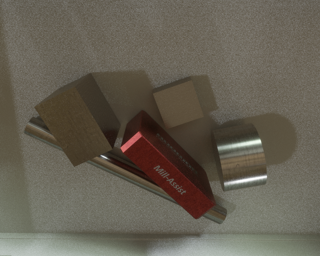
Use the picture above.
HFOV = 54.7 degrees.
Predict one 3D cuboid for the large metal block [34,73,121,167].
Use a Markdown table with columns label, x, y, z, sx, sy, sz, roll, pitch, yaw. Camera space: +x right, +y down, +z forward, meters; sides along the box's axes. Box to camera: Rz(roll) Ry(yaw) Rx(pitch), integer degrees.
| label | x | y | z | sx | sy | sz | roll | pitch | yaw |
| --- | --- | --- | --- | --- | --- | --- | --- | --- | --- |
| large metal block | -0.093 | -0.013 | 0.374 | 0.050 | 0.080 | 0.080 | -25 | 109 | 8 |

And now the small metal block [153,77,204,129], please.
| label | x | y | z | sx | sy | sz | roll | pitch | yaw |
| --- | --- | --- | --- | --- | --- | --- | --- | --- | --- |
| small metal block | 0.023 | -0.033 | 0.397 | 0.050 | 0.025 | 0.050 | -19 | 109 | 6 |

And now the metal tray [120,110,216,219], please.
| label | x | y | z | sx | sy | sz | roll | pitch | yaw |
| --- | --- | --- | --- | --- | --- | --- | --- | --- | --- |
| metal tray | 0.011 | 0.043 | 0.390 | 0.030 | 0.090 | 0.130 | -42 | 105 | 13 |

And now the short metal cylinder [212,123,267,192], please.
| label | x | y | z | sx | sy | sz | roll | pitch | yaw |
| --- | --- | --- | --- | --- | --- | --- | --- | --- | --- |
| short metal cylinder | 0.098 | 0.037 | 0.395 | 0.050 | 0.080 | 0.079 | -11 | 110 | 4 |

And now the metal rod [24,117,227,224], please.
| label | x | y | z | sx | sy | sz | roll | pitch | yaw |
| --- | --- | --- | --- | --- | --- | --- | --- | --- | --- |
| metal rod | -0.040 | 0.063 | 0.433 | 0.301 | 0.025 | 0.025 | 27 | 108 | -10 |
